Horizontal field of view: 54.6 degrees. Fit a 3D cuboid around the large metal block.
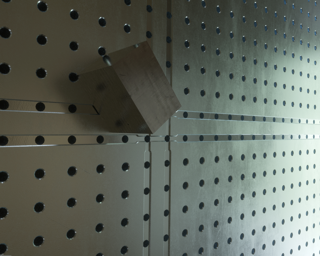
[{"bbox_3d":[-0.036,-0.041,0.342,0.050,0.080,0.080,-45,117,-31],"label":"large metal block"}]
